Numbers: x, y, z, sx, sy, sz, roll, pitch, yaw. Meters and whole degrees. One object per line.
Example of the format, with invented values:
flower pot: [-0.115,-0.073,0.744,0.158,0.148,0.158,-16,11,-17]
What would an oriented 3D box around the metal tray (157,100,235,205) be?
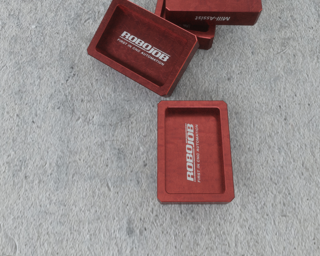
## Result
metal tray: [0.042,0.030,0.394,0.091,0.030,0.130,0,70,0]

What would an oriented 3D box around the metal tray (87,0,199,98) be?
metal tray: [-0.024,-0.111,0.427,0.130,0.030,0.090,31,97,10]

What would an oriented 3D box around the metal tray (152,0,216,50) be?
metal tray: [0.043,-0.187,0.473,0.091,0.030,0.130,9,70,3]

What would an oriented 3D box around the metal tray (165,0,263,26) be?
metal tray: [0.074,-0.194,0.444,0.131,0.030,0.090,1,70,0]
